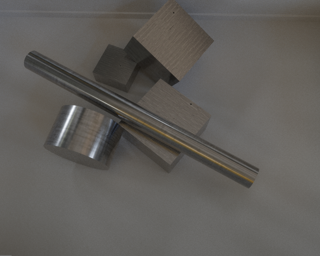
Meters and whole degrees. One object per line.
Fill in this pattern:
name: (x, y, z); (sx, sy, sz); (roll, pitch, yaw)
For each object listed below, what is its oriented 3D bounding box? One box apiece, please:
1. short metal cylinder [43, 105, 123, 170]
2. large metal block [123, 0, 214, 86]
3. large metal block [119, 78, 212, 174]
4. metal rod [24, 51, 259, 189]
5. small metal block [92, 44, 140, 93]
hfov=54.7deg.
short metal cylinder: (-0.091, 0.013, 0.375); (0.080, 0.080, 0.050); (16, 71, 5)
large metal block: (0.011, -0.112, 0.421); (0.080, 0.050, 0.080); (43, 71, -11)
large metal block: (0.006, -0.002, 0.397); (0.080, 0.050, 0.080); (38, 74, 12)
metal rod: (-0.029, -0.015, 0.361); (0.301, 0.025, 0.025); (28, 72, 9)
small metal block: (-0.059, -0.085, 0.440); (0.050, 0.025, 0.050); (22, 71, 7)
